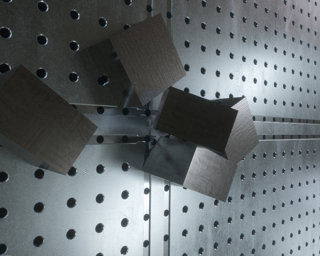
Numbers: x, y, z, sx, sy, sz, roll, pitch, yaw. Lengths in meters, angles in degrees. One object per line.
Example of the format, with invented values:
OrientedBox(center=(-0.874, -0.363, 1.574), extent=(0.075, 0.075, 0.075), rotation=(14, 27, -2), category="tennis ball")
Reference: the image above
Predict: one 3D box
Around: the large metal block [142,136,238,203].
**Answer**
OrientedBox(center=(0.038, 0.052, 0.401), extent=(0.080, 0.080, 0.050), rotation=(28, 78, -37), category="large metal block")

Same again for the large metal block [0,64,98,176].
OrientedBox(center=(-0.117, -0.005, 0.275), extent=(0.080, 0.080, 0.050), rotation=(44, 64, -31), category="large metal block")

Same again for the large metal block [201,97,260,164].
OrientedBox(center=(0.100, 0.006, 0.476), extent=(0.080, 0.050, 0.080), rotation=(-33, 111, -35), category="large metal block")

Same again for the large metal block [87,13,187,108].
OrientedBox(center=(-0.025, -0.079, 0.371), extent=(0.080, 0.050, 0.080), rotation=(-39, 114, -33), category="large metal block")

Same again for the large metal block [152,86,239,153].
OrientedBox(center=(0.038, -0.010, 0.378), extent=(0.080, 0.080, 0.050), rotation=(19, 91, -5), category="large metal block")
